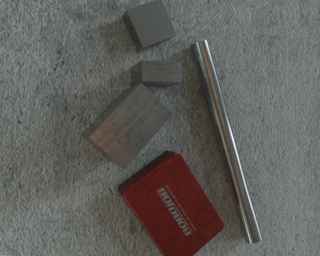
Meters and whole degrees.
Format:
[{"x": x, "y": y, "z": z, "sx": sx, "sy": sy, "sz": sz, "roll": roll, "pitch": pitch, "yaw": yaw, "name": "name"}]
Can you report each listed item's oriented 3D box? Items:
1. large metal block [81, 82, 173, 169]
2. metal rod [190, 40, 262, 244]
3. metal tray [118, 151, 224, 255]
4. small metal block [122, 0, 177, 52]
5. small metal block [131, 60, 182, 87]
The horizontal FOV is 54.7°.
[{"x": -0.042, "y": -0.003, "z": 0.365, "sx": 0.050, "sy": 0.080, "sz": 0.080, "roll": 45, "pitch": 76, "yaw": -15, "name": "large metal block"}, {"x": 0.097, "y": 0.024, "z": 0.446, "sx": 0.025, "sy": 0.025, "sz": 0.298, "roll": -19, "pitch": 97, "yaw": -19, "name": "metal rod"}, {"x": 0.017, "y": 0.107, "z": 0.414, "sx": 0.090, "sy": 0.030, "sz": 0.130, "roll": -35, "pitch": 102, "yaw": -17, "name": "metal tray"}, {"x": -0.014, "y": -0.134, "z": 0.405, "sx": 0.050, "sy": 0.025, "sz": 0.050, "roll": -27, "pitch": 99, "yaw": -18, "name": "small metal block"}, {"x": -0.006, "y": -0.068, "z": 0.394, "sx": 0.050, "sy": 0.050, "sz": 0.025, "roll": -1, "pitch": 91, "yaw": -20, "name": "small metal block"}]
